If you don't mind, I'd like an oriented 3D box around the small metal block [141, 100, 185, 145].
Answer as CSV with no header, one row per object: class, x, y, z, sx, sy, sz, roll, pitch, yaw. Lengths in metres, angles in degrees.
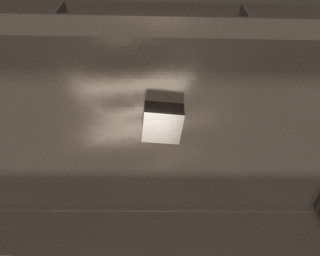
small metal block,0.003,-0.007,0.404,0.050,0.025,0.050,4,130,-4
